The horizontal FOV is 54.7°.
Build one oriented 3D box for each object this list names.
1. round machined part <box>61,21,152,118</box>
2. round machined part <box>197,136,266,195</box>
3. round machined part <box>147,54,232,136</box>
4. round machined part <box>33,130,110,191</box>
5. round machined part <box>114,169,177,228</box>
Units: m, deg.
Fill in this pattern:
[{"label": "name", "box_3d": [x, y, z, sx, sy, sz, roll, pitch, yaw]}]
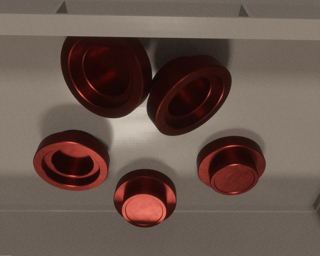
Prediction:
[{"label": "round machined part", "box_3d": [-0.052, -0.063, 0.327, 0.098, 0.042, 0.097, 13, 123, 21]}, {"label": "round machined part", "box_3d": [0.105, 0.061, 0.452, 0.099, 0.042, 0.097, -1, 130, 0]}, {"label": "round machined part", "box_3d": [0.028, -0.040, 0.345, 0.099, 0.042, 0.097, -25, 146, -18]}, {"label": "round machined part", "box_3d": [-0.119, 0.041, 0.431, 0.099, 0.042, 0.097, -1, 130, 0]}, {"label": "round machined part", "box_3d": [-0.023, 0.116, 0.483, 0.099, 0.042, 0.097, 0, 117, 1]}]
